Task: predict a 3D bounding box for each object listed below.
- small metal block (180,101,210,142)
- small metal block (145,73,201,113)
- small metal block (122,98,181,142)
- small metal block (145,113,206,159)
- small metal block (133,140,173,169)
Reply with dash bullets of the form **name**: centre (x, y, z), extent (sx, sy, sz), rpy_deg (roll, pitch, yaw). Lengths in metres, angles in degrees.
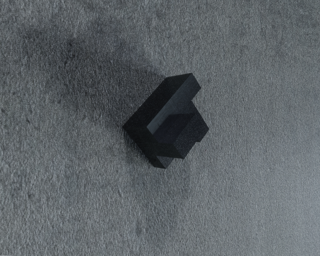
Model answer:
- **small metal block**: centre (0.030, -0.008, 0.417), extent (0.025, 0.050, 0.050), rpy_deg (-51, 120, -28)
- **small metal block**: centre (0.017, -0.044, 0.406), extent (0.050, 0.050, 0.025), rpy_deg (-51, 121, -28)
- **small metal block**: centre (-0.011, -0.010, 0.382), extent (0.050, 0.050, 0.025), rpy_deg (-51, 121, -28)
- **small metal block**: centre (0.018, 0.009, 0.375), extent (0.050, 0.050, 0.025), rpy_deg (-51, 121, -28)
- **small metal block**: centre (0.001, 0.018, 0.409), extent (0.050, 0.025, 0.050), rpy_deg (-50, 120, -28)
